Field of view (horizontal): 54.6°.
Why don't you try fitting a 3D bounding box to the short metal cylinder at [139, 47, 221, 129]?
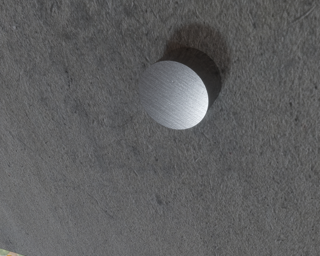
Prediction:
[{"bbox_3d":[0.023,-0.045,0.351,0.080,0.050,0.080,13,124,21],"label":"short metal cylinder"}]
